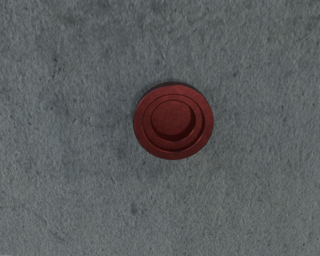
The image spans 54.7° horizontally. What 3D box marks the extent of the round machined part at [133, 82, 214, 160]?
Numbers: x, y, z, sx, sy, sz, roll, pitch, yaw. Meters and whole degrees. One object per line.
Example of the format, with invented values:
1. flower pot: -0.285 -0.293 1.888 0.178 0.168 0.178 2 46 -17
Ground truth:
1. round machined part: 0.017 -0.012 0.397 0.099 0.042 0.097 0 110 -1
